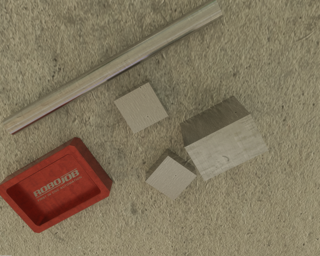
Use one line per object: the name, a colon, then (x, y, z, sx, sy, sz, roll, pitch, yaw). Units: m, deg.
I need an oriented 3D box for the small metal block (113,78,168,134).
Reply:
small metal block: (-0.024, -0.028, 0.399, 0.050, 0.025, 0.050, -28, 108, 9)

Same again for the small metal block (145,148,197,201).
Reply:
small metal block: (0.015, 0.065, 0.434, 0.050, 0.025, 0.050, 36, 106, -13)

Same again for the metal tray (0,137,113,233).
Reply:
metal tray: (-0.145, 0.082, 0.435, 0.130, 0.030, 0.090, -29, 108, 10)

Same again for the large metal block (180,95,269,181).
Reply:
large metal block: (0.075, 0.010, 0.385, 0.080, 0.080, 0.050, -28, 108, 9)

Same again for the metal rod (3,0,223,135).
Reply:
metal rod: (-0.065, -0.071, 0.382, 0.301, 0.025, 0.025, -28, 108, 9)
